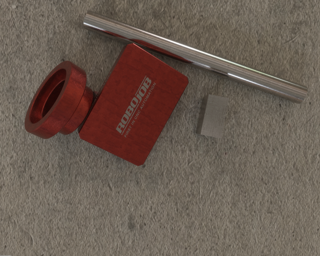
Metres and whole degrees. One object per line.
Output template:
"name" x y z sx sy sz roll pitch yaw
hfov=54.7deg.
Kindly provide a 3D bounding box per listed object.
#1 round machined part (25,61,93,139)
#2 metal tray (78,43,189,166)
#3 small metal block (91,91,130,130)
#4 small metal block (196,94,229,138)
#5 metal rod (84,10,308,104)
"round machined part" -0.120 -0.030 0.382 0.042 0.098 0.098 33 90 -36
"metal tray" -0.034 -0.028 0.394 0.090 0.030 0.130 29 90 -19
"small metal block" -0.066 -0.022 0.409 0.050 0.025 0.050 1 90 -1
"small metal block" 0.066 -0.014 0.398 0.025 0.050 0.050 11 90 0
"metal rod" 0.047 -0.093 0.410 0.302 0.025 0.025 19 90 -1
